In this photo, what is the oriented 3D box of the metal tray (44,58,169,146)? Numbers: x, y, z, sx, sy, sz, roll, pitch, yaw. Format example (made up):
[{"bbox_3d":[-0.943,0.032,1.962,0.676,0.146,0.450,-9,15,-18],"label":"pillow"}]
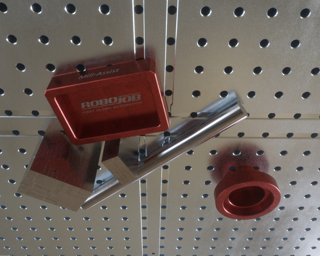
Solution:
[{"bbox_3d":[-0.061,-0.029,0.382,0.131,0.030,0.090,-9,130,7],"label":"metal tray"}]

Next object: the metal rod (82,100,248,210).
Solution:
[{"bbox_3d":[-0.010,0.050,0.453,0.299,0.025,0.025,-33,123,24],"label":"metal rod"}]

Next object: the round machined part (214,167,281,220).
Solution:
[{"bbox_3d":[0.134,0.099,0.487,0.099,0.042,0.097,-1,130,0],"label":"round machined part"}]

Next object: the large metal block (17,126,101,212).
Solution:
[{"bbox_3d":[-0.133,0.055,0.421,0.080,0.080,0.050,27,125,-21],"label":"large metal block"}]

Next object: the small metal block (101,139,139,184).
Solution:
[{"bbox_3d":[-0.053,0.041,0.429,0.025,0.050,0.050,-21,127,16],"label":"small metal block"}]
